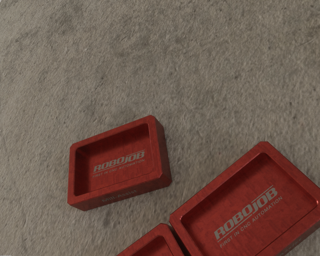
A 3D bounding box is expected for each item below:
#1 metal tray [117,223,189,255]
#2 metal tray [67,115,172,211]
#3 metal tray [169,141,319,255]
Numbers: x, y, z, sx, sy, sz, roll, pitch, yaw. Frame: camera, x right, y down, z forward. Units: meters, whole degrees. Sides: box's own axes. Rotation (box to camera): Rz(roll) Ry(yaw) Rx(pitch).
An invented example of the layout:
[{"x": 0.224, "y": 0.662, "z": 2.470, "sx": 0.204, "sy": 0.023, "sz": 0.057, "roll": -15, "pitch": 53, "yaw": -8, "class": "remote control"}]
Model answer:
[{"x": -0.021, "y": 0.170, "z": 0.306, "sx": 0.130, "sy": 0.030, "sz": 0.090, "roll": -37, "pitch": 51, "yaw": 3, "class": "metal tray"}, {"x": -0.055, "y": 0.046, "z": 0.399, "sx": 0.130, "sy": 0.030, "sz": 0.090, "roll": -20, "pitch": 54, "yaw": 16, "class": "metal tray"}, {"x": 0.085, "y": 0.086, "z": 0.302, "sx": 0.130, "sy": 0.030, "sz": 0.090, "roll": -39, "pitch": 51, "yaw": 1, "class": "metal tray"}]
